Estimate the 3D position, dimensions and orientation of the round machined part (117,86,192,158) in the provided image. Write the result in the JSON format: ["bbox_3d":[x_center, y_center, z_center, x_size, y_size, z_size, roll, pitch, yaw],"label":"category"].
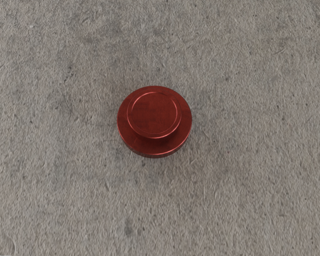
[{"bbox_3d":[-0.007,-0.012,0.404,0.099,0.042,0.098,0,70,-1],"label":"round machined part"}]
